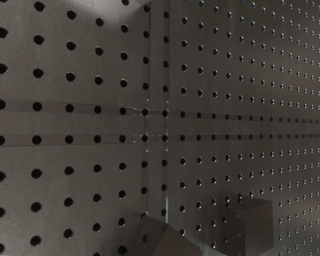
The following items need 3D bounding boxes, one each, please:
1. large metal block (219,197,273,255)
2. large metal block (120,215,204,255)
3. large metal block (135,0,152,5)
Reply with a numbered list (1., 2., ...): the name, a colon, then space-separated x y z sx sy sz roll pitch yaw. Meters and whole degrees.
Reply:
1. large metal block: 0.145 0.165 0.518 0.081 0.050 0.079 -3 92 -40
2. large metal block: -0.001 0.171 0.394 0.080 0.050 0.080 47 62 -30
3. large metal block: -0.020 -0.198 0.357 0.080 0.080 0.050 26 74 -38
